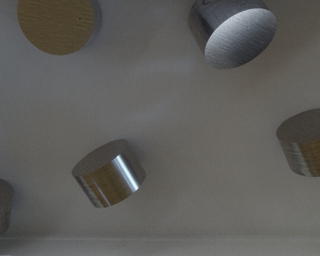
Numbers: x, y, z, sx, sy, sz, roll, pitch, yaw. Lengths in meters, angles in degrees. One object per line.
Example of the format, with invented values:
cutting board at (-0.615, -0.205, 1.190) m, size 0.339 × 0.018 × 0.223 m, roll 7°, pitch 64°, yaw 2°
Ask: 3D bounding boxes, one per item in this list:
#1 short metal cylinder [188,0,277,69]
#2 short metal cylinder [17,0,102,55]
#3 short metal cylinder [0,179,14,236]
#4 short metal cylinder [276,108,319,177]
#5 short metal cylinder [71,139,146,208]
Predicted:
short metal cylinder at (0.077, -0.110, 0.336) m, size 0.081 × 0.050 × 0.080 m, roll -15°, pitch 149°, yaw -9°
short metal cylinder at (-0.110, -0.126, 0.350) m, size 0.081 × 0.050 × 0.079 m, roll 0°, pitch 110°, yaw 0°
short metal cylinder at (-0.245, 0.108, 0.420) m, size 0.080 × 0.080 × 0.050 m, roll 14°, pitch 110°, yaw -5°
short metal cylinder at (0.195, 0.017, 0.390) m, size 0.080 × 0.080 × 0.050 m, roll -25°, pitch 108°, yaw 9°
short metal cylinder at (-0.066, 0.057, 0.402) m, size 0.080 × 0.080 × 0.050 m, roll -25°, pitch 108°, yaw 9°
